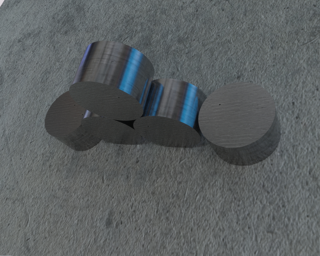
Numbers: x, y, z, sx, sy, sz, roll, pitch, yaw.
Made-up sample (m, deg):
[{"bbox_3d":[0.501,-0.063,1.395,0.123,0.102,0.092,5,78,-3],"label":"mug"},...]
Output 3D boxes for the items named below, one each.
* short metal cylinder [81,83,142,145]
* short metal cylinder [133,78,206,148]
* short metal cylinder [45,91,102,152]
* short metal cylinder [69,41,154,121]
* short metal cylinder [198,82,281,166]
[{"bbox_3d":[-0.057,-0.017,0.411,0.080,0.080,0.050,0,62,28],"label":"short metal cylinder"},{"bbox_3d":[0.014,-0.016,0.373,0.080,0.080,0.050,0,61,28],"label":"short metal cylinder"},{"bbox_3d":[-0.121,-0.012,0.460,0.080,0.050,0.080,-13,57,21],"label":"short metal cylinder"},{"bbox_3d":[-0.051,-0.049,0.338,0.080,0.080,0.050,1,63,28],"label":"short metal cylinder"},{"bbox_3d":[0.089,-0.004,0.344,0.080,0.050,0.080,-13,57,21],"label":"short metal cylinder"}]
